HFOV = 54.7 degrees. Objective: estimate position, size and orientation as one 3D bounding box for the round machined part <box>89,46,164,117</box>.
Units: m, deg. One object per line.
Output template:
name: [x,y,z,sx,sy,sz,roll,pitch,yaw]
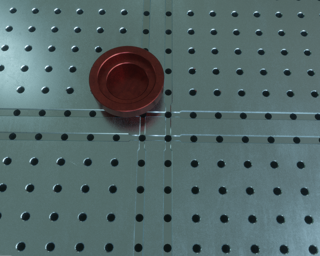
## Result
round machined part: [-0.044,-0.059,0.424,0.099,0.042,0.098,0,70,-1]
